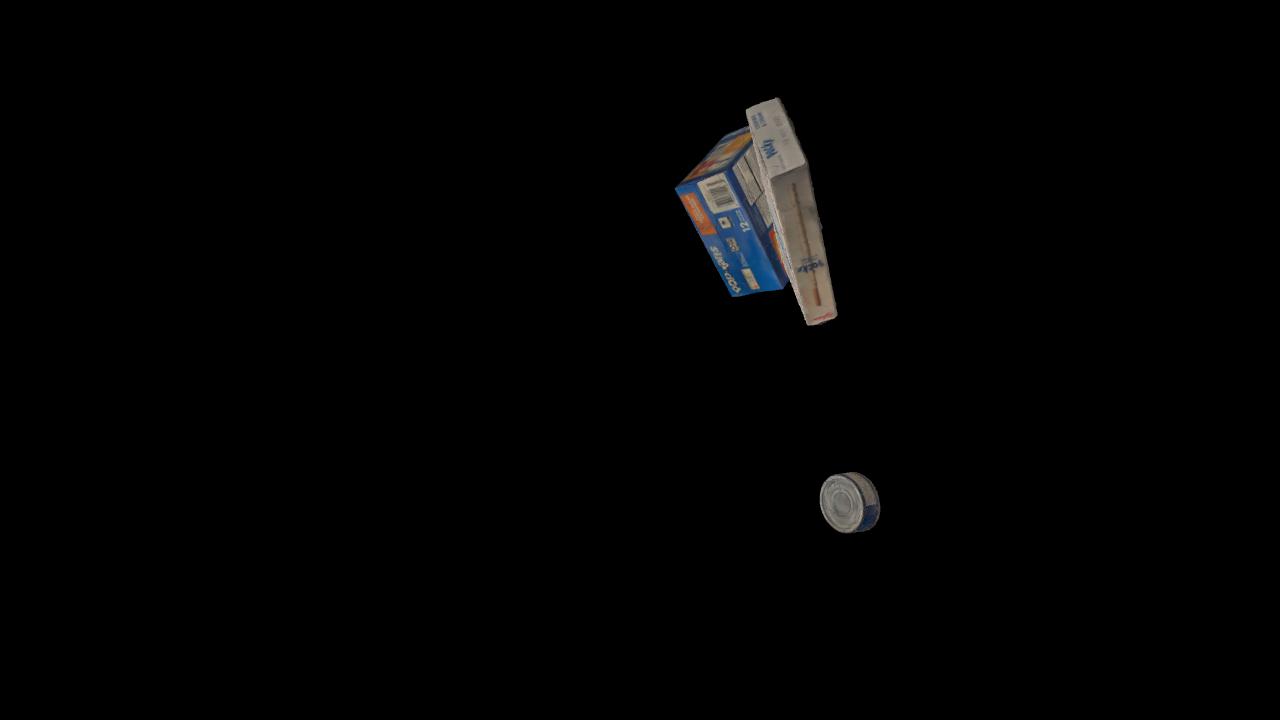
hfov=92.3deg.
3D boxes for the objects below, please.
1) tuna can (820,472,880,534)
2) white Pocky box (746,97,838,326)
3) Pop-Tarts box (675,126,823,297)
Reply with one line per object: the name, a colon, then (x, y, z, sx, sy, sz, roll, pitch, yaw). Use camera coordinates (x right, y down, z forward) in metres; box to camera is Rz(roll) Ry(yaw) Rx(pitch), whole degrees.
tuna can: (0.296, 0.203, 0.874, 0.034, 0.084, 0.084, 0, 0, -29)
white Pocky box: (0.114, -0.104, 0.454, 0.028, 0.084, 0.154, -18, -40, 12)
Pop-Tarts box: (0.142, -0.190, 0.777, 0.083, 0.167, 0.141, -1, 41, 45)
